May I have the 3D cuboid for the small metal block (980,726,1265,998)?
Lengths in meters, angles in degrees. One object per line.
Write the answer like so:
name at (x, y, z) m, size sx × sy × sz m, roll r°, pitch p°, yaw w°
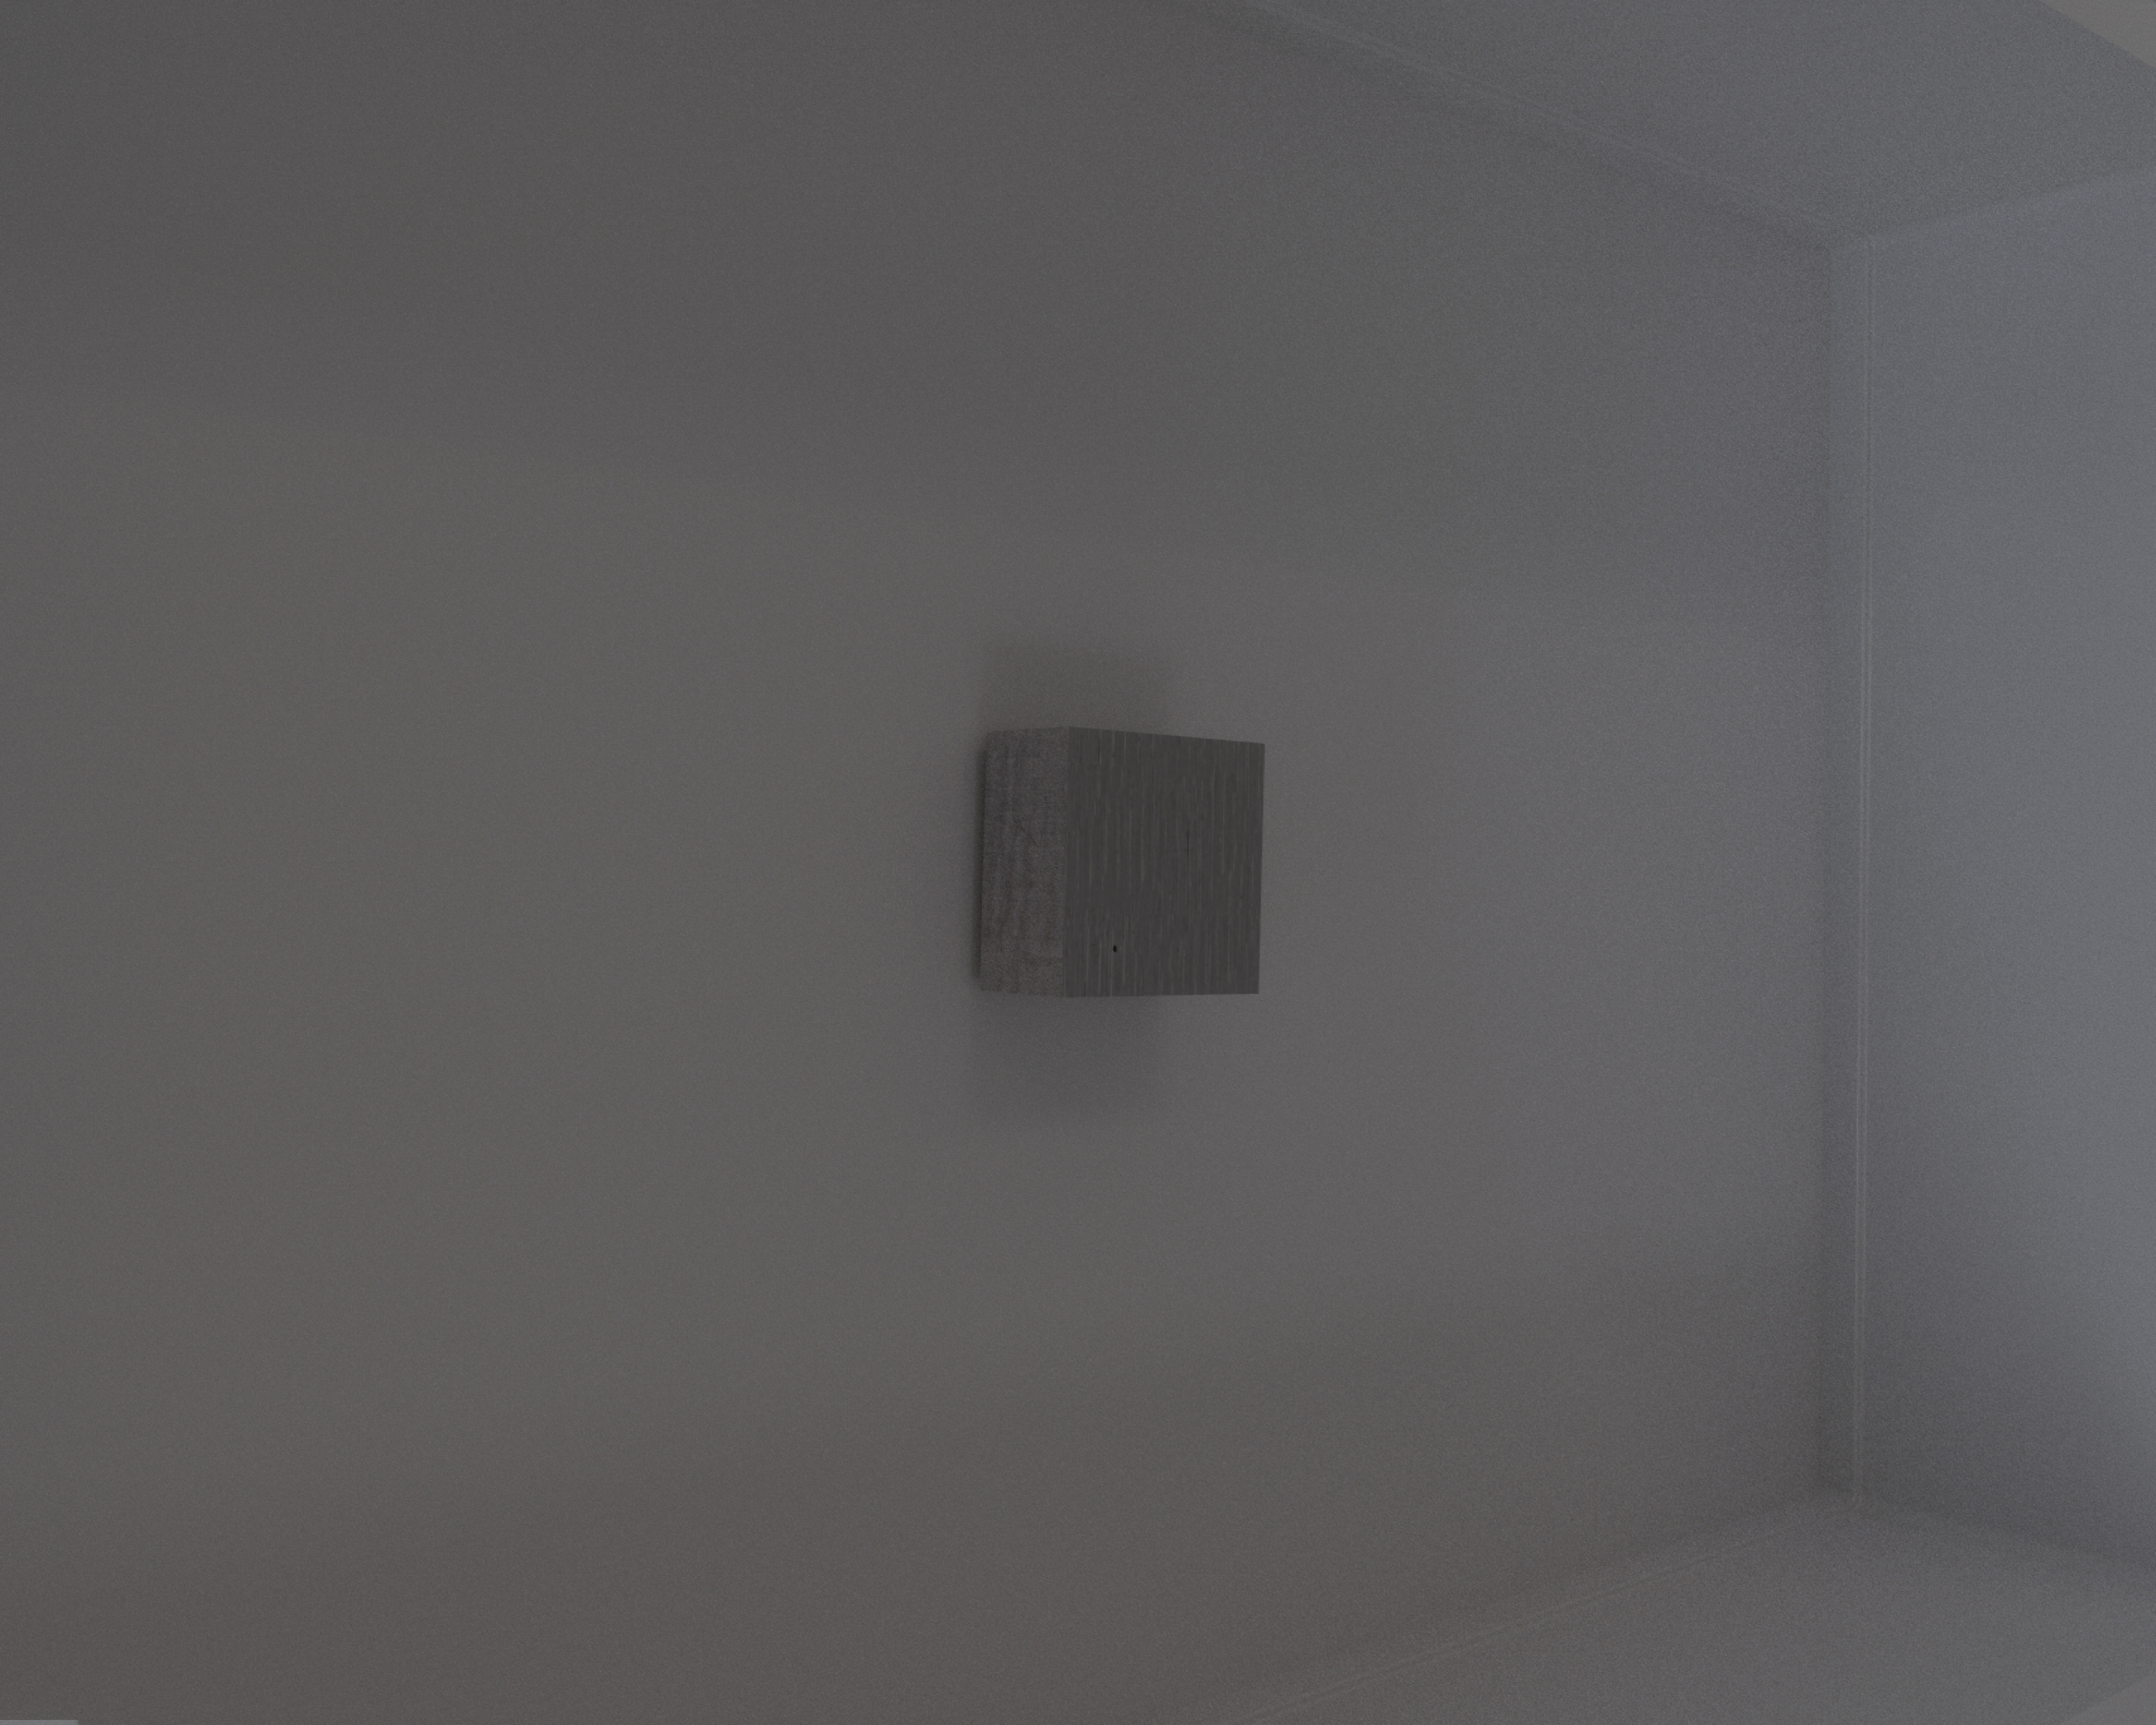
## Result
small metal block at (0.009, 0.000, 0.408) m, size 0.050 × 0.025 × 0.050 m, roll 2°, pitch 89°, yaw -40°
